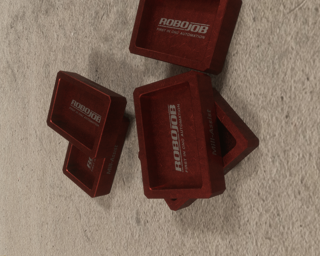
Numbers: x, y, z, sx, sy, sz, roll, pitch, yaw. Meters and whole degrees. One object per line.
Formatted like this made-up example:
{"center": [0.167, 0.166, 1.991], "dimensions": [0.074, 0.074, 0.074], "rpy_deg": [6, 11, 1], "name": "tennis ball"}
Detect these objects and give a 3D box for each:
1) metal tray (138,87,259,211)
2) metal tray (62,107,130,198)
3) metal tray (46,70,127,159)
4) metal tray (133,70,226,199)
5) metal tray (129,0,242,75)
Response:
{"center": [0.039, 0.025, 0.368], "dimensions": [0.129, 0.030, 0.090], "rpy_deg": [-49, 62, 28], "name": "metal tray"}
{"center": [-0.103, 0.030, 0.483], "dimensions": [0.090, 0.030, 0.129], "rpy_deg": [27, 107, 36], "name": "metal tray"}
{"center": [-0.111, -0.022, 0.450], "dimensions": [0.130, 0.030, 0.089], "rpy_deg": [28, 107, 36], "name": "metal tray"}
{"center": [0.018, 0.011, 0.344], "dimensions": [0.090, 0.030, 0.129], "rpy_deg": [-11, 83, 39], "name": "metal tray"}
{"center": [0.025, -0.123, 0.379], "dimensions": [0.130, 0.030, 0.089], "rpy_deg": [24, 105, 37], "name": "metal tray"}
